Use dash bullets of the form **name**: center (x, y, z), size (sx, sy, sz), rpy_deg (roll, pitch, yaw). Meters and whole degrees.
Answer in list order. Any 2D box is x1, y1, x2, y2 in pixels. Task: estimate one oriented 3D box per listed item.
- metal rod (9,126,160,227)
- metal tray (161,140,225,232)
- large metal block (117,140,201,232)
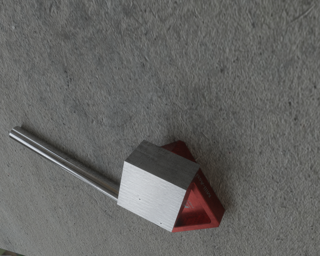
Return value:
- **metal rod**: center (-0.125, 0.077, 0.520), size (0.301, 0.025, 0.025), rpy_deg (28, 128, 10)
- **metal tray**: center (0.023, 0.088, 0.445), size (0.090, 0.030, 0.130), rpy_deg (-21, 107, 36)
- **large metal block**: center (-0.003, 0.074, 0.399), size (0.080, 0.050, 0.079), rpy_deg (24, 127, 13)
